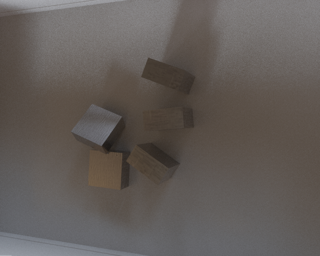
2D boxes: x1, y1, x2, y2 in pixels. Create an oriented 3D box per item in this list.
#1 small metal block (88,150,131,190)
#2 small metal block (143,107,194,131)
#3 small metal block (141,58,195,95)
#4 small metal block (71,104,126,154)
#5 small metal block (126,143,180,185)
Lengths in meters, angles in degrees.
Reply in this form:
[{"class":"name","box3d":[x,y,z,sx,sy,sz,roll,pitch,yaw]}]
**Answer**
[{"class":"small metal block","box3d":[-0.071,0.057,0.434,0.050,0.025,0.050,4,91,19]},{"class":"small metal block","box3d":[0.012,-0.011,0.392,0.050,0.050,0.025,-5,89,19]},{"class":"small metal block","box3d":[0.012,-0.065,0.392,0.050,0.050,0.025,23,98,18]},{"class":"small metal block","box3d":[-0.084,0.001,0.426,0.050,0.025,0.050,23,64,18]},{"class":"small metal block","box3d":[-0.008,0.044,0.399,0.050,0.050,0.025,35,101,16]}]
